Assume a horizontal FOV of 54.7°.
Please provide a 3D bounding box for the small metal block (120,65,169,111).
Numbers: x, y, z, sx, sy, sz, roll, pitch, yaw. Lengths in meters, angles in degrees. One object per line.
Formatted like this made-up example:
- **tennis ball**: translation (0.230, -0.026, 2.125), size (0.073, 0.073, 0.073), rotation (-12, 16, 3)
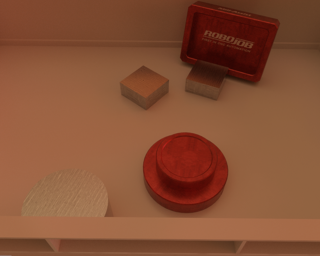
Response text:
- **small metal block**: translation (-0.022, -0.060, 0.455), size (0.050, 0.025, 0.050), rotation (33, 57, 24)

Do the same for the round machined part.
- **round machined part**: translation (0.030, 0.044, 0.358), size (0.099, 0.042, 0.098), rotation (0, 50, 0)

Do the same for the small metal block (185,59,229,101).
- **small metal block**: translation (0.071, -0.073, 0.468), size (0.050, 0.025, 0.050), rotation (19, 52, 14)

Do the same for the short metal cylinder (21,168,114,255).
- **short metal cylinder**: translation (-0.090, 0.088, 0.313), size (0.081, 0.050, 0.080), rotation (0, 50, 0)

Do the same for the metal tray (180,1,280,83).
- **metal tray**: translation (0.102, -0.131, 0.471), size (0.130, 0.089, 0.030), rotation (20, 37, 15)
